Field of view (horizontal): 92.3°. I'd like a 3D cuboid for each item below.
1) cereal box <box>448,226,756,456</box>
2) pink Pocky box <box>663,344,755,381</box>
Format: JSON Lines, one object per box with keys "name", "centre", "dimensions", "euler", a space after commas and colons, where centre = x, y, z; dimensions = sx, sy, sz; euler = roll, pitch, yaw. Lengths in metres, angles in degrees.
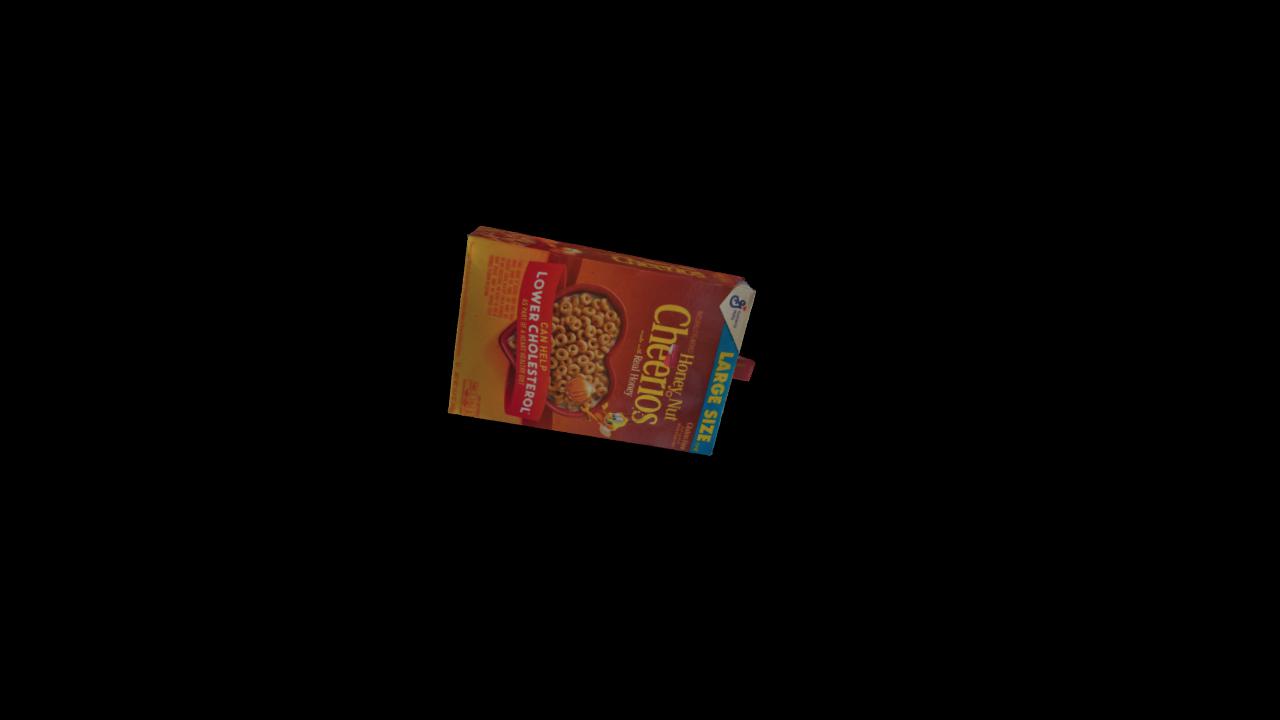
{"name": "cereal box", "centre": [-0.045, -0.018, 0.686], "dimensions": [0.306, 0.203, 0.081], "euler": [11, 20, -7]}
{"name": "pink Pocky box", "centre": [0.060, -0.007, 0.731], "dimensions": [0.155, 0.029, 0.084], "euler": [10, 10, -45]}
